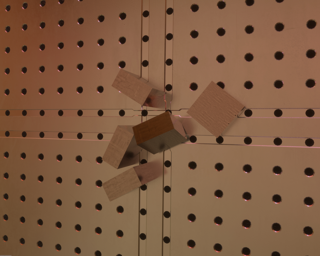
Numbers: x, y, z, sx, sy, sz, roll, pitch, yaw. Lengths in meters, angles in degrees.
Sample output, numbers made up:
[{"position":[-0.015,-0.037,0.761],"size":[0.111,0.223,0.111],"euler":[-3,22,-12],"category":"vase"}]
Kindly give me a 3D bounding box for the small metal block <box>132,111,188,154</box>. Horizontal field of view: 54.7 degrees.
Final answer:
[{"position":[0.001,0.007,0.394],"size":[0.050,0.050,0.025],"euler":[-24,64,14],"category":"small metal block"}]

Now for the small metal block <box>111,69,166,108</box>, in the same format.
[{"position":[-0.027,-0.051,0.408],"size":[0.050,0.050,0.025],"euler":[33,101,16],"category":"small metal block"}]

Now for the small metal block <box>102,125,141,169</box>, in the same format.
[{"position":[-0.045,0.024,0.414],"size":[0.025,0.050,0.050],"euler":[29,100,17],"category":"small metal block"}]

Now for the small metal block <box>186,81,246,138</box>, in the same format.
[{"position":[0.071,-0.023,0.387],"size":[0.050,0.025,0.050],"euler":[42,103,15],"category":"small metal block"}]

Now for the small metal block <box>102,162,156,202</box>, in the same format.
[{"position":[-0.040,0.071,0.412],"size":[0.050,0.050,0.025],"euler":[-30,81,17],"category":"small metal block"}]
